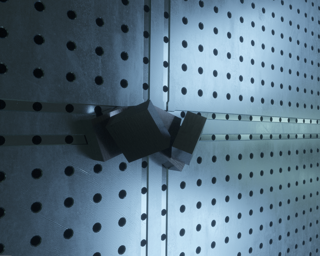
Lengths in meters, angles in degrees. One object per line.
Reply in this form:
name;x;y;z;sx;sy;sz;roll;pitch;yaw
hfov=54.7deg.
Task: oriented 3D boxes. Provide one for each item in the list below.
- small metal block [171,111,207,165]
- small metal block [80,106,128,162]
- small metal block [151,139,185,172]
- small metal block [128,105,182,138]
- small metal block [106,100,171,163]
small metal block;0.036;0.014;0.390;0.050;0.025;0.050;88;25;-68
small metal block;-0.058;0.006;0.362;0.050;0.025;0.050;-25;106;-37
small metal block;0.017;0.025;0.426;0.050;0.025;0.050;43;64;-32
small metal block;-0.010;-0.008;0.386;0.050;0.050;0.025;24;75;-38
small metal block;-0.023;0.004;0.339;0.050;0.050;0.025;61;17;-23
